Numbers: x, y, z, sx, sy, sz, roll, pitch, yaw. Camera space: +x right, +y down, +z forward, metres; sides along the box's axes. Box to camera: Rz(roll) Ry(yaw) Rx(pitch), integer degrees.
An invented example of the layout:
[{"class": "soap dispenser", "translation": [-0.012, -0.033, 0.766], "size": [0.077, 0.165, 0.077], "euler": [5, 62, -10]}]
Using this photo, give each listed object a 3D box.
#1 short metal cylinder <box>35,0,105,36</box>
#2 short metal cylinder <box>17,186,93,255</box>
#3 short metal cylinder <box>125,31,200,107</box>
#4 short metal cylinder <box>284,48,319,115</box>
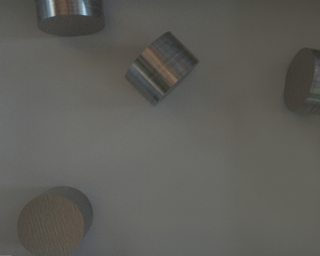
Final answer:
[{"class": "short metal cylinder", "translation": [-0.111, -0.150, 0.382], "size": [0.081, 0.080, 0.050], "euler": [-6, 90, -1]}, {"class": "short metal cylinder", "translation": [-0.131, 0.119, 0.397], "size": [0.081, 0.050, 0.079], "euler": [0, 90, -1]}, {"class": "short metal cylinder", "translation": [0.003, -0.072, 0.384], "size": [0.080, 0.080, 0.050], "euler": [-45, 91, 0]}, {"class": "short metal cylinder", "translation": [0.197, -0.056, 0.387], "size": [0.050, 0.080, 0.080], "euler": [8, 90, -1]}]
